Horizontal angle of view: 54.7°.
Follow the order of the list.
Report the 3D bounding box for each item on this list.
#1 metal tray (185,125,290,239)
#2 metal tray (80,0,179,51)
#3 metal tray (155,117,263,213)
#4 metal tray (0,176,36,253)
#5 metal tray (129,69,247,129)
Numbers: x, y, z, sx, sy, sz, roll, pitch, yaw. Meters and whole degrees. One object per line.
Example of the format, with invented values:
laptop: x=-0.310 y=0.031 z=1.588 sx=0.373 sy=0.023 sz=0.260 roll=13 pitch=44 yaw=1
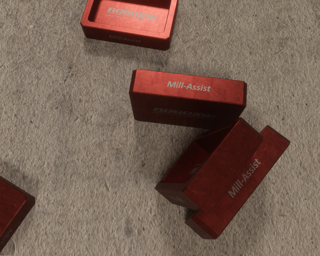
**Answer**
metal tray: x=0.084 y=0.064 z=0.351 sx=0.030 sy=0.090 sz=0.130 roll=40 pitch=74 yaw=13
metal tray: x=-0.043 y=-0.172 z=0.467 sx=0.131 sy=0.030 sz=0.090 roll=10 pitch=70 yaw=3
metal tray: x=0.045 y=0.042 z=0.336 sx=0.030 sy=0.130 sz=0.090 roll=42 pitch=74 yaw=-3
metal tray: x=-0.224 y=0.116 z=0.360 sx=0.090 sy=0.030 sz=0.130 roll=29 pitch=72 yaw=9
metal tray: x=0.032 y=-0.031 z=0.385 sx=0.131 sy=0.090 sz=0.030 roll=7 pitch=71 yaw=2
